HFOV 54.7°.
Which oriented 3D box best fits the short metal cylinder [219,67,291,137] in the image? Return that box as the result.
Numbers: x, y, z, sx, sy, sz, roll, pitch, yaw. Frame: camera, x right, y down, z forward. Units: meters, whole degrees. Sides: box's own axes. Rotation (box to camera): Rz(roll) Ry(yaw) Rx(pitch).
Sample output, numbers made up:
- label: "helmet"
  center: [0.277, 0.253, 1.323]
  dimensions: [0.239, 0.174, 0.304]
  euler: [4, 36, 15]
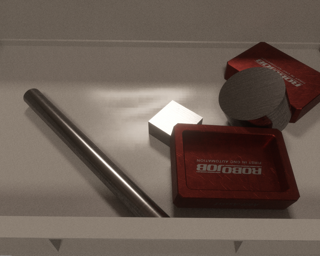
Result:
- label: "short metal cylinder"
  center: [0.122, -0.031, 0.396]
  dimensions: [0.080, 0.050, 0.080]
  euler: [-16, 53, 22]

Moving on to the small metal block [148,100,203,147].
- label: "small metal block"
  center: [0.020, -0.003, 0.408]
  dimensions: [0.050, 0.025, 0.050]
  euler: [32, 57, 24]

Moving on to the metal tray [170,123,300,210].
- label: "metal tray"
  center: [0.079, 0.043, 0.349]
  dimensions: [0.131, 0.030, 0.090]
  euler: [3, 56, -8]

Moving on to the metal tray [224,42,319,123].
- label: "metal tray"
  center: [0.175, -0.073, 0.466]
  dimensions: [0.091, 0.030, 0.130]
  euler: [-33, 58, -25]

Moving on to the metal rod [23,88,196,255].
- label: "metal rod"
  center: [-0.078, 0.038, 0.372]
  dimensions: [0.025, 0.025, 0.300]
  euler: [-36, 59, -27]
